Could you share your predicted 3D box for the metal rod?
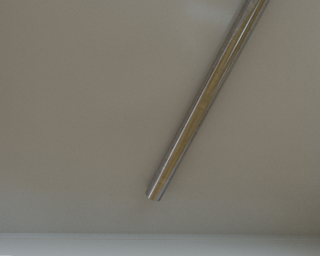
[{"bbox_3d":[0.054,-0.029,0.401,0.025,0.025,0.298,24,108,-9],"label":"metal rod"}]
